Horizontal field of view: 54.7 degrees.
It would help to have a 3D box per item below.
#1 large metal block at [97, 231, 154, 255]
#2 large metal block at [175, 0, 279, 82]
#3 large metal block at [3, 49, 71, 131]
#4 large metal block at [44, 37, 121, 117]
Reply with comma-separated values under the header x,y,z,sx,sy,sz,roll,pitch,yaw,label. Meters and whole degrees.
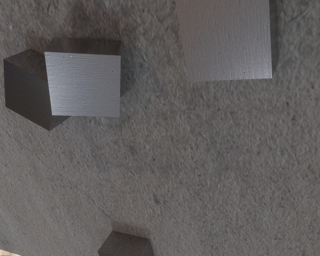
x,y,z,sx,sy,sz,roll,pitch,yaw,label
-0.057,0.244,0.570,0.080,0.050,0.079,2,120,27,large metal block
0.067,-0.093,0.297,0.080,0.050,0.079,2,119,27,large metal block
-0.172,-0.055,0.445,0.080,0.050,0.079,27,128,10,large metal block
-0.089,-0.061,0.377,0.081,0.050,0.079,1,124,-7,large metal block
